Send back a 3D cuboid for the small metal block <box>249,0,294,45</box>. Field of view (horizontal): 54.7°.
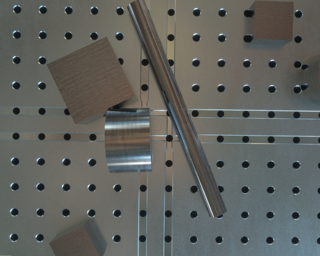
[{"bbox_3d":[0.148,-0.140,0.414,0.050,0.025,0.050,2,90,0],"label":"small metal block"}]

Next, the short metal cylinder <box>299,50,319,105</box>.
[{"bbox_3d":[0.232,-0.069,0.402,0.081,0.050,0.080,0,90,0],"label":"short metal cylinder"}]

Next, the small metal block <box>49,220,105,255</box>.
[{"bbox_3d":[-0.110,0.159,0.413,0.050,0.025,0.050,-27,90,0],"label":"small metal block"}]

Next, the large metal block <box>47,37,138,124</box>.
[{"bbox_3d":[-0.083,-0.058,0.400,0.080,0.050,0.080,-25,90,0],"label":"large metal block"}]

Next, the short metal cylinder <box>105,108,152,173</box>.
[{"bbox_3d":[-0.036,0.015,0.385,0.050,0.080,0.080,-2,90,0],"label":"short metal cylinder"}]

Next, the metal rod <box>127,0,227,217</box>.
[{"bbox_3d":[0.023,-0.026,0.413,0.025,0.025,0.299,-22,90,0],"label":"metal rod"}]
